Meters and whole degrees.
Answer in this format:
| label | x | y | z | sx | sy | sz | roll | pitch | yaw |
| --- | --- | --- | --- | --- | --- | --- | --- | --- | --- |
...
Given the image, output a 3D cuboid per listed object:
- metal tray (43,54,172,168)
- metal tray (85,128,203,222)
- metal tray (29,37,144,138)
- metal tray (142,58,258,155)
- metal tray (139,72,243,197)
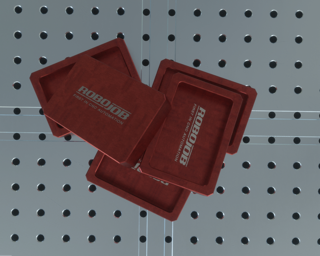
| label | x | y | z | sx | sy | sz | roll | pitch | yaw |
| --- | --- | --- | --- | --- | --- | --- | --- | --- | --- |
| metal tray | -0.064 | -0.023 | 0.370 | 0.130 | 0.030 | 0.090 | 29 | 82 | 22 |
| metal tray | -0.019 | 0.054 | 0.411 | 0.130 | 0.030 | 0.090 | 26 | 90 | 0 |
| metal tray | -0.091 | -0.052 | 0.410 | 0.130 | 0.030 | 0.090 | -22 | 90 | 0 |
| metal tray | 0.050 | -0.027 | 0.410 | 0.131 | 0.030 | 0.090 | 19 | 90 | 1 |
| metal tray | 0.038 | 0.008 | 0.380 | 0.090 | 0.030 | 0.130 | 20 | 78 | 0 |
